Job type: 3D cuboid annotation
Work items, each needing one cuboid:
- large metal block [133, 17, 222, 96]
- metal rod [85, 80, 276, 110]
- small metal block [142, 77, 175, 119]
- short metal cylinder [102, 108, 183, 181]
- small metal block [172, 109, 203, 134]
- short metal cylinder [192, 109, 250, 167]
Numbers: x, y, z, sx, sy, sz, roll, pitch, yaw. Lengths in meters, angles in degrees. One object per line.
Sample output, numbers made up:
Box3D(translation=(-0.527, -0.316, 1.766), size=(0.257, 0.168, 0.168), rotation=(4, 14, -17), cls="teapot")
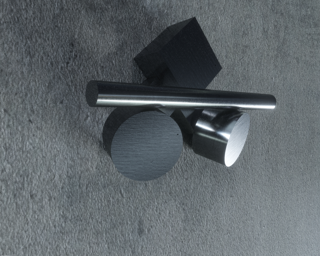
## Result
Box3D(translation=(0.026, -0.085, 0.408), size=(0.080, 0.050, 0.080), rotation=(-50, 120, -28), cls="large metal block")
Box3D(translation=(0.053, -0.036, 0.383), size=(0.302, 0.025, 0.025), rotation=(-2, 92, -40), cls="metal rod")
Box3D(translation=(-0.012, -0.029, 0.396), size=(0.050, 0.025, 0.050), rotation=(-51, 120, -29), cls="small metal block")
Box3D(translation=(-0.021, 0.013, 0.353), size=(0.081, 0.050, 0.079), rotation=(-6, 109, -19), cls="short metal cylinder")
Box3D(translation=(0.044, -0.027, 0.442), size=(0.050, 0.025, 0.050), rotation=(-51, 120, -28), cls="small metal block")
Box3D(translation=(0.089, 0.009, 0.446), size=(0.081, 0.050, 0.079), rotation=(-36, 137, -43), cls="short metal cylinder")
